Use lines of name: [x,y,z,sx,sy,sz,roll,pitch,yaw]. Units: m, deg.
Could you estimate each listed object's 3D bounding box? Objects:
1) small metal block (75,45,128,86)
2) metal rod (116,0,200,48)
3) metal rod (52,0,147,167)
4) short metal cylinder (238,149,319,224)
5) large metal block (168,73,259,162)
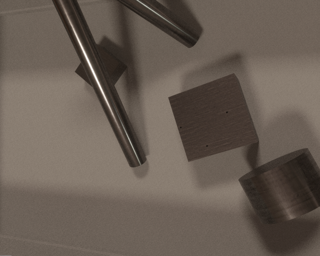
small metal block: [-0.083,-0.083,0.439,0.050,0.025,0.050,40,102,15]
metal rod: [-0.076,-0.168,0.323,0.025,0.302,0.025,-37,41,40]
metal rod: [-0.082,-0.082,0.368,0.025,0.025,0.299,-14,113,19]
short metal cylinder: [0.133,0.062,0.334,0.080,0.080,0.050,-29,81,17]
large metal block: [0.066,-0.011,0.374,0.080,0.050,0.080,-19,84,18]
